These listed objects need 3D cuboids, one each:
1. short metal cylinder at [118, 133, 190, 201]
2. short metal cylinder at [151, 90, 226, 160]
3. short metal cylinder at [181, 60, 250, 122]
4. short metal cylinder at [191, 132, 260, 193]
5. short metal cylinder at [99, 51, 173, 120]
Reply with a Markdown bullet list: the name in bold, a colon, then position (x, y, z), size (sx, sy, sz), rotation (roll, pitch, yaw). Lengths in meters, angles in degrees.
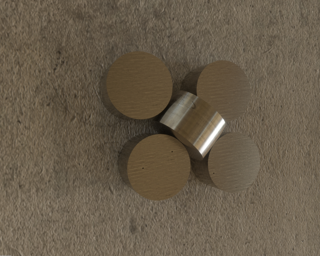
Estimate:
- **short metal cylinder**: position (-0.009, 0.047, 0.394), size (0.081, 0.050, 0.079), rotation (0, 90, -21)
- **short metal cylinder**: position (0.036, -0.003, 0.396), size (0.080, 0.080, 0.050), rotation (41, 77, -16)
- **short metal cylinder**: position (0.075, -0.048, 0.424), size (0.081, 0.050, 0.079), rotation (0, 90, -21)
- **short metal cylinder**: position (0.090, 0.045, 0.431), size (0.081, 0.050, 0.079), rotation (0, 90, -21)
- **short metal cylinder**: position (-0.031, -0.050, 0.385), size (0.081, 0.050, 0.079), rotation (0, 90, -21)
